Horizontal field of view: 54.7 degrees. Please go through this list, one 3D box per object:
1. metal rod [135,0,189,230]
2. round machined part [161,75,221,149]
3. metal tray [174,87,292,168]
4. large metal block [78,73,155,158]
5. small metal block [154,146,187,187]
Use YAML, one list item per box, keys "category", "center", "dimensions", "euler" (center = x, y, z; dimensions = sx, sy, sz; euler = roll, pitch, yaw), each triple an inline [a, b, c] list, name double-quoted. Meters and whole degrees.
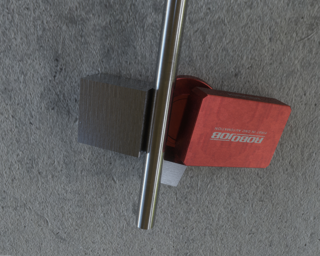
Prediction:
- category: "metal rod"
  center: [0.000, -0.015, 0.361]
  dimensions: [0.025, 0.025, 0.298]
  euler: [7, 108, -3]
- category: "round machined part"
  center: [0.031, -0.015, 0.396]
  dimensions: [0.099, 0.042, 0.097]
  euler: [0, 110, 0]
- category: "metal tray"
  center: [0.091, 0.003, 0.387]
  dimensions: [0.131, 0.030, 0.089]
  euler: [5, 112, -24]
- category: "large metal block"
  center: [-0.050, -0.018, 0.379]
  dimensions: [0.080, 0.050, 0.079]
  euler: [13, 111, 14]
- category: "small metal block"
  center: [0.006, 0.050, 0.419]
  dimensions: [0.050, 0.025, 0.050]
  euler: [15, 135, -5]
